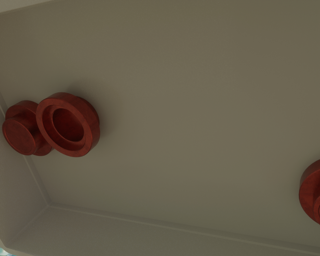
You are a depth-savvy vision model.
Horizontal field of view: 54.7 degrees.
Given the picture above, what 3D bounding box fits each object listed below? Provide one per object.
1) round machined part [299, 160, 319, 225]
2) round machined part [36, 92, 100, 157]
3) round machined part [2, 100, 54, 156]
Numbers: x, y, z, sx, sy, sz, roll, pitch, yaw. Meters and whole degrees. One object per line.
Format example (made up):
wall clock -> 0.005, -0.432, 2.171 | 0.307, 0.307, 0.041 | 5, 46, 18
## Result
round machined part -> 0.206, 0.081, 0.339 | 0.098, 0.042, 0.097 | 13, 124, 20
round machined part -> -0.130, -0.009, 0.459 | 0.098, 0.042, 0.097 | 13, 124, 20
round machined part -> -0.220, 0.007, 0.515 | 0.098, 0.042, 0.097 | 13, 124, 20
